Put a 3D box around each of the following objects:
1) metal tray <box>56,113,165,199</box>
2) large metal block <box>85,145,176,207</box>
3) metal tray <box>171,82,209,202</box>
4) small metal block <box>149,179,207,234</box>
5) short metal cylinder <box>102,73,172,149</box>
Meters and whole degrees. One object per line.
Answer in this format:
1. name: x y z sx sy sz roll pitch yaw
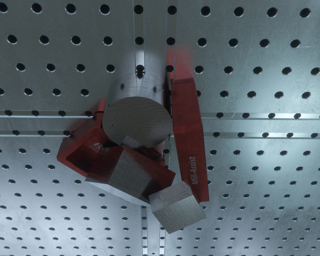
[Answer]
1. metal tray: -0.067 0.045 0.445 0.090 0.030 0.130 -36 122 26
2. large metal block: -0.040 0.065 0.409 0.080 0.050 0.080 32 159 -25
3. metal tray: 0.038 0.020 0.387 0.030 0.090 0.129 -7 130 6
4. small metal block: 0.021 0.094 0.368 0.050 0.025 0.050 -25 127 6
5. short metal cylinder: -0.027 -0.020 0.378 0.081 0.050 0.079 0 130 0
